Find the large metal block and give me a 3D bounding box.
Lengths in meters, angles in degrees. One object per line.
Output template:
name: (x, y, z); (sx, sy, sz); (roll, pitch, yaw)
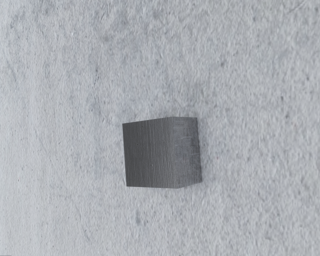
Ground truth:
large metal block: (0.002, 0.030, 0.385); (0.080, 0.050, 0.080); (-7, 86, 39)
